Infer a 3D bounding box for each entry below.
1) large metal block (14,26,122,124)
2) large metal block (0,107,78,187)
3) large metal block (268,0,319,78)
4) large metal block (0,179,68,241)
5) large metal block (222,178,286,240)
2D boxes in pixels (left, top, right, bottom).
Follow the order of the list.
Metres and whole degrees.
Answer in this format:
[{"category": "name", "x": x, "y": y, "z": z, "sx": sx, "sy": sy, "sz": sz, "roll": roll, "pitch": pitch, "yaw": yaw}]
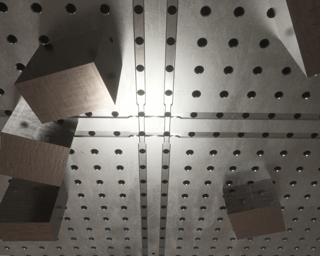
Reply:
[{"category": "large metal block", "x": -0.090, "y": -0.057, "z": 0.326, "sx": 0.080, "sy": 0.080, "sz": 0.050, "roll": -13, "pitch": 129, "yaw": 10}, {"category": "large metal block", "x": -0.163, "y": 0.027, "z": 0.416, "sx": 0.081, "sy": 0.050, "sz": 0.079, "roll": 15, "pitch": 128, "yaw": -13}, {"category": "large metal block", "x": 0.139, "y": -0.108, "z": 0.286, "sx": 0.050, "sy": 0.080, "sz": 0.080, "roll": -23, "pitch": 127, "yaw": 18}, {"category": "large metal block", "x": -0.196, "y": 0.125, "z": 0.480, "sx": 0.081, "sy": 0.080, "sz": 0.050, "roll": 0, "pitch": 130, "yaw": -1}, {"category": "large metal block", "x": 0.156, "y": 0.136, "z": 0.514, "sx": 0.080, "sy": 0.050, "sz": 0.080, "roll": -16, "pitch": 129, "yaw": 12}]
